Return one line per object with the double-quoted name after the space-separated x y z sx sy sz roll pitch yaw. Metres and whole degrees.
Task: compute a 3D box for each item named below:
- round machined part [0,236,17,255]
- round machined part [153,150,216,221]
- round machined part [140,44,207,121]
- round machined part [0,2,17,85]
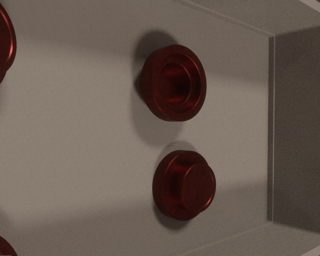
-0.165 0.131 0.242 0.098 0.042 0.098 36 40 -37 "round machined part"
0.041 0.081 0.432 0.099 0.042 0.097 0 90 -40 "round machined part"
0.013 -0.057 0.409 0.099 0.042 0.097 0 90 -40 "round machined part"
-0.152 -0.071 0.239 0.098 0.042 0.097 -5 91 -74 "round machined part"
